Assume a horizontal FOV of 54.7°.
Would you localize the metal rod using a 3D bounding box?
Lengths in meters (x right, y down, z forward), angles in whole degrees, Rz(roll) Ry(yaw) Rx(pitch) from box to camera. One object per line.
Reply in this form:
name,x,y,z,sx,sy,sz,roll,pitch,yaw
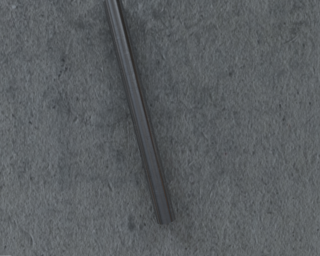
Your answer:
metal rod,-0.027,-0.022,0.409,0.025,0.025,0.298,-14,90,0
